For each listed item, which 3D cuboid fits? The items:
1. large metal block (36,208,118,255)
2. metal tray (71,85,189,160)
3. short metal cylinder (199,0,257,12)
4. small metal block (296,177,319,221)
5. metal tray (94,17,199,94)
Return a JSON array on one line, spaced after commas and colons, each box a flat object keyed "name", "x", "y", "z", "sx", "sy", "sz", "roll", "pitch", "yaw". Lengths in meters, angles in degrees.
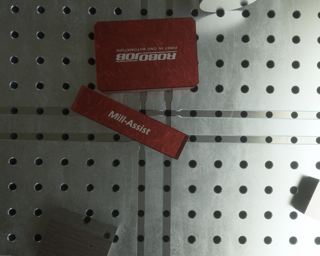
[{"name": "large metal block", "x": -0.109, "y": 0.160, "z": 0.400, "sx": 0.080, "sy": 0.050, "sz": 0.080, "roll": 20, "pitch": 90, "yaw": -1}, {"name": "metal tray", "x": -0.033, "y": -0.006, "z": 0.380, "sx": 0.131, "sy": 0.090, "sz": 0.030, "roll": 25, "pitch": 90, "yaw": -1}, {"name": "short metal cylinder", "x": 0.086, "y": -0.185, "z": 0.387, "sx": 0.081, "sy": 0.080, "sz": 0.050, "roll": -9, "pitch": 90, "yaw": 0}, {"name": "small metal block", "x": 0.221, "y": 0.100, "z": 0.416, "sx": 0.050, "sy": 0.025, "sz": 0.050, "roll": 24, "pitch": 90, "yaw": -1}, {"name": "metal tray", "x": -0.017, "y": -0.095, "z": 0.411, "sx": 0.131, "sy": 0.030, "sz": 0.089, "roll": -3, "pitch": 90, "yaw": -1}]
